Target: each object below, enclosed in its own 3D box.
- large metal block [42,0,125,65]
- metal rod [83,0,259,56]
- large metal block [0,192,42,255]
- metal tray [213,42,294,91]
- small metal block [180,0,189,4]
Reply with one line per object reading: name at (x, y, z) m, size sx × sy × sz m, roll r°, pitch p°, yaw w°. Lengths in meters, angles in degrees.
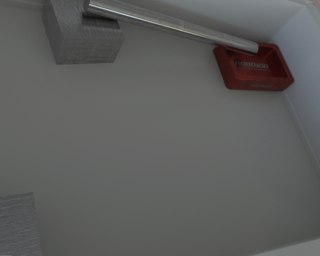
large metal block at (-0.105, -0.134, 0.416) m, size 0.081 × 0.050 × 0.080 m, roll -10°, pitch 67°, yaw -33°
metal rod at (0.036, -0.148, 0.465) m, size 0.302 × 0.025 × 0.025 m, roll 4°, pitch 60°, yaw -32°
large metal block at (-0.143, 0.104, 0.250) m, size 0.081 × 0.050 × 0.080 m, roll -4°, pitch 64°, yaw -30°
metal tray at (0.169, -0.113, 0.559) m, size 0.131 × 0.030 × 0.090 m, roll -1°, pitch 62°, yaw -25°
small metal block at (0.057, -0.278, 0.595) m, size 0.025 × 0.050 × 0.050 m, roll 24°, pitch 53°, yaw -14°
